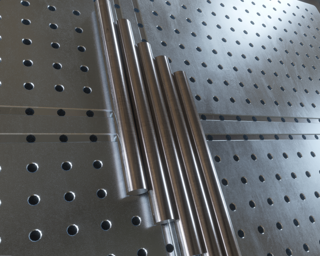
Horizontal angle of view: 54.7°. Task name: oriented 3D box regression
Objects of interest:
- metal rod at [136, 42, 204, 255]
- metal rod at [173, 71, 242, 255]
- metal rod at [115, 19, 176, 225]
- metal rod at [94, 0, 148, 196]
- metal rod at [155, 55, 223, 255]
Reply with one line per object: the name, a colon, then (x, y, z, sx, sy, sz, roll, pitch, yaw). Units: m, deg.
metal rod: (0.005, 0.010, 0.405, 0.025, 0.025, 0.299, 1, 61, -28)
metal rod: (0.059, 0.052, 0.409, 0.025, 0.025, 0.299, 1, 61, -28)
metal rod: (-0.026, -0.026, 0.410, 0.025, 0.025, 0.299, 1, 61, -28)
metal rod: (-0.057, -0.059, 0.414, 0.025, 0.025, 0.299, 1, 61, -28)
metal rod: (0.031, 0.029, 0.408, 0.025, 0.025, 0.299, 1, 61, -28)
